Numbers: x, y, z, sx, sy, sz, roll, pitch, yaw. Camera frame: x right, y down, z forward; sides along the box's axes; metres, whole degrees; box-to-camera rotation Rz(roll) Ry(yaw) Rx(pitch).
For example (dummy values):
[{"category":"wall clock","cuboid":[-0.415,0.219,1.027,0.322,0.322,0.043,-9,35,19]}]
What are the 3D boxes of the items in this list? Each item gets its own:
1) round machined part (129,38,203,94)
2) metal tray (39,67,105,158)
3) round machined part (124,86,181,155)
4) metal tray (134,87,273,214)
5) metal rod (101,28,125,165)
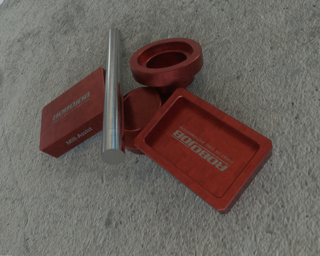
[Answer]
[{"category":"round machined part","cuboid":[0.011,-0.083,0.426,0.098,0.042,0.098,-9,38,7]},{"category":"metal tray","cuboid":[-0.123,-0.023,0.467,0.130,0.030,0.090,-30,49,19]},{"category":"round machined part","cuboid":[-0.021,-0.016,0.416,0.098,0.042,0.098,-13,56,21]},{"category":"metal tray","cuboid":[0.046,0.021,0.351,0.130,0.030,0.090,35,81,28]},{"category":"metal rod","cuboid":[-0.065,-0.068,0.438,0.025,0.025,0.300,-24,40,13]}]
